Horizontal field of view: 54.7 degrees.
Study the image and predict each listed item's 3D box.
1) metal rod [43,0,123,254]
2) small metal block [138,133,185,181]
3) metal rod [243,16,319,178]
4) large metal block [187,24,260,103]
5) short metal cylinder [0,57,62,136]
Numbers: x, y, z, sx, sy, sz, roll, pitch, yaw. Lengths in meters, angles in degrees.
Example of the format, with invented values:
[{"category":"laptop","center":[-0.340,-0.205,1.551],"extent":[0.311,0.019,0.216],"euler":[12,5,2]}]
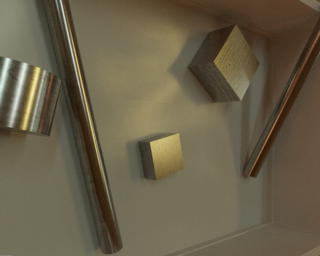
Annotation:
[{"category":"metal rod","center":[-0.083,-0.004,0.338],"extent":[0.025,0.025,0.298],"euler":[-18,102,-39]},{"category":"small metal block","center":[0.002,0.036,0.411],"extent":[0.050,0.025,0.050],"euler":[-16,100,-39]},{"category":"metal rod","center":[0.213,-0.053,0.509],"extent":[0.025,0.025,0.298],"euler":[10,109,-40]},{"category":"large metal block","center":[0.100,-0.097,0.477],"extent":[0.080,0.050,0.080],"euler":[46,62,-31]},{"category":"short metal cylinder","center":[-0.130,-0.025,0.263],"extent":[0.081,0.080,0.050],"euler":[16,80,-39]}]
